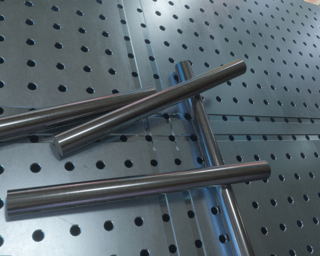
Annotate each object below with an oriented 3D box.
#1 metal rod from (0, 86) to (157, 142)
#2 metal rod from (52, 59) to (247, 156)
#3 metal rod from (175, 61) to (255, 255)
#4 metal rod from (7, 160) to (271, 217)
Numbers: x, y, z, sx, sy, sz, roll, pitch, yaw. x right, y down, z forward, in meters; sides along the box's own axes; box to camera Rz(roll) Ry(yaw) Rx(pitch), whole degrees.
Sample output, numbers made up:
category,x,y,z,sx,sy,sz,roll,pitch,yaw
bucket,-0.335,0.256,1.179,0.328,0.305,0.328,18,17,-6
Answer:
category,x,y,z,sx,sy,sz,roll,pitch,yaw
metal rod,-0.130,-0.009,0.343,0.302,0.025,0.025,-17,71,-35
metal rod,0.007,-0.038,0.411,0.302,0.025,0.025,-26,76,-29
metal rod,0.069,0.034,0.423,0.025,0.025,0.299,0,62,-28
metal rod,-0.003,0.063,0.348,0.302,0.025,0.025,-3,63,-23
